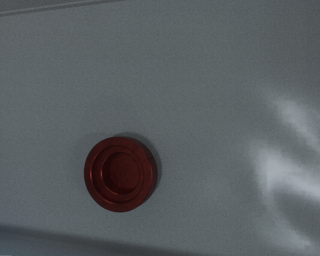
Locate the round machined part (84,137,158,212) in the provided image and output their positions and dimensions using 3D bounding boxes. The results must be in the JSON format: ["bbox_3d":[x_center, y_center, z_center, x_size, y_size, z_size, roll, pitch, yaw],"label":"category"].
[{"bbox_3d":[-0.049,0.060,0.418,0.098,0.042,0.097,0,90,19],"label":"round machined part"}]
